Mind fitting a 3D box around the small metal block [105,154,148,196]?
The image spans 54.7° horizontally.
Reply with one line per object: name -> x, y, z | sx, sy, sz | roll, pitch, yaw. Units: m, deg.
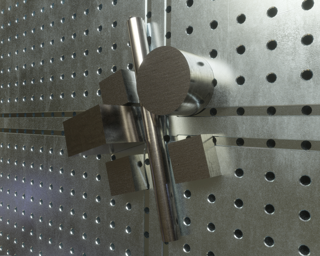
small metal block -> -0.049, 0.068, 0.447 | 0.050, 0.025, 0.050 | -20, 78, 38

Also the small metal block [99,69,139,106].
small metal block -> -0.060, -0.052, 0.456 | 0.050, 0.025, 0.050 | -22, 76, 37

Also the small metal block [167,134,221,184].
small metal block -> 0.041, 0.037, 0.374 | 0.050, 0.025, 0.050 | -19, 78, 38

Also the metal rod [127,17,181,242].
metal rod -> -0.010, -0.004, 0.415 | 0.025, 0.025, 0.298 | -16, 80, 38

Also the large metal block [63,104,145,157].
large metal block -> -0.074, 0.005, 0.430 | 0.080, 0.081, 0.050 | -19, 78, 38

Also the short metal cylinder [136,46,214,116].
short metal cylinder -> 0.018, -0.055, 0.376 | 0.080, 0.050, 0.079 | 0, 90, 39
